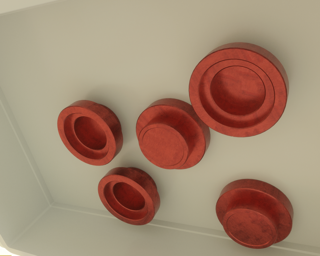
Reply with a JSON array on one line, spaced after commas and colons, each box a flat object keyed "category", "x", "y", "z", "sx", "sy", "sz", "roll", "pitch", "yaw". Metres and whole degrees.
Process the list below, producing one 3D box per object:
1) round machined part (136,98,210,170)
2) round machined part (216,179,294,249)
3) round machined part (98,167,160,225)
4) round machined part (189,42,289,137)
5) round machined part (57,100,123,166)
[{"category": "round machined part", "x": 0.012, "y": 0.014, "z": 0.401, "sx": 0.098, "sy": 0.042, "sz": 0.097, "roll": 13, "pitch": 124, "yaw": 21}, {"category": "round machined part", "x": 0.121, "y": 0.119, "z": 0.407, "sx": 0.098, "sy": 0.042, "sz": 0.097, "roll": 13, "pitch": 124, "yaw": 21}, {"category": "round machined part", "x": -0.044, "y": 0.100, "z": 0.483, "sx": 0.098, "sy": 0.042, "sz": 0.097, "roll": 13, "pitch": 124, "yaw": 21}, {"category": "round machined part", "x": 0.084, "y": -0.042, "z": 0.327, "sx": 0.098, "sy": 0.042, "sz": 0.097, "roll": 13, "pitch": 124, "yaw": 21}, {"category": "round machined part", "x": -0.096, "y": 0.003, "z": 0.450, "sx": 0.098, "sy": 0.042, "sz": 0.097, "roll": 13, "pitch": 124, "yaw": 21}]
